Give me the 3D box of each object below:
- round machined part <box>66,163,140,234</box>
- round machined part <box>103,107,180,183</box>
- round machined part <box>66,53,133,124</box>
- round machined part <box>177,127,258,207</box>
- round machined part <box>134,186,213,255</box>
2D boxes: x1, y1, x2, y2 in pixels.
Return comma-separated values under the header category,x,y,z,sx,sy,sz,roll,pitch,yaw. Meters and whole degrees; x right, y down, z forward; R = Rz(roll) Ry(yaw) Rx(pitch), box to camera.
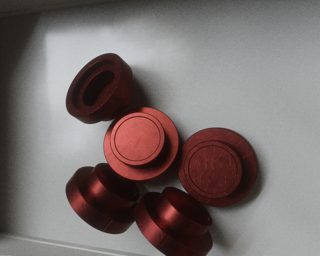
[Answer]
category,x,y,z,sx,sy,sz,roll,pitch,yaw
round machined part,-0.065,0.082,0.395,0.098,0.098,0.042,43,104,15
round machined part,-0.025,0.018,0.393,0.098,0.042,0.098,-2,72,7
round machined part,-0.075,-0.048,0.413,0.098,0.042,0.098,-19,52,27
round machined part,0.068,0.048,0.378,0.098,0.042,0.097,0,90,20
round machined part,0.022,0.107,0.364,0.098,0.098,0.042,37,102,16
